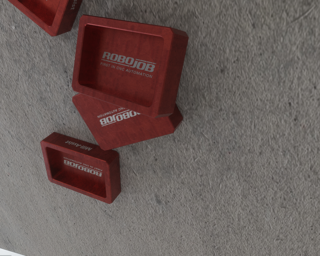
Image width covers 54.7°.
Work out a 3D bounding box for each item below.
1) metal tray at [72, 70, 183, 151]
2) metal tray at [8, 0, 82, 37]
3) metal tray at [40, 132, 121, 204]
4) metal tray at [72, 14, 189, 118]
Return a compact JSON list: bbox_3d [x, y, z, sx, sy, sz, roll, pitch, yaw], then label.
[{"bbox_3d":[-0.046,-0.025,0.412,0.130,0.030,0.090,-16,110,34],"label":"metal tray"},{"bbox_3d":[-0.128,-0.185,0.356,0.090,0.030,0.129,40,129,1],"label":"metal tray"},{"bbox_3d":[-0.130,0.065,0.512,0.130,0.030,0.089,15,125,19],"label":"metal tray"},{"bbox_3d":[-0.039,-0.071,0.344,0.130,0.030,0.089,20,106,30],"label":"metal tray"}]
